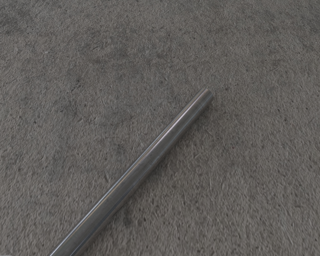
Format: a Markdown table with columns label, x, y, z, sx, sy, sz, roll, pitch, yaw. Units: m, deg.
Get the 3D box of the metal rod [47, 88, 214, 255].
| label | x | y | z | sx | sy | sz | roll | pitch | yaw |
| --- | --- | --- | --- | --- | --- | --- | --- | --- | --- |
| metal rod | -0.022 | 0.047 | 0.363 | 0.025 | 0.025 | 0.301 | 29 | 56 | 22 |
